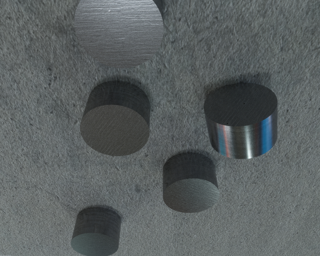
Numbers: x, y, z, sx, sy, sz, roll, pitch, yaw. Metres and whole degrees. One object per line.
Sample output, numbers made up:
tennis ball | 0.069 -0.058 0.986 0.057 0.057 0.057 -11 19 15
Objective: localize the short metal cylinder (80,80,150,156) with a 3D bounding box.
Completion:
short metal cylinder | -0.053 -0.011 0.381 0.081 0.050 0.079 0 130 0

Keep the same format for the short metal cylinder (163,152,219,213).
short metal cylinder | 0.044 0.082 0.461 0.081 0.050 0.079 0 130 0

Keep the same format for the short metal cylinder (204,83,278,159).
short metal cylinder | 0.095 -0.010 0.363 0.080 0.080 0.050 -10 129 8

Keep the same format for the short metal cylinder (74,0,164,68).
short metal cylinder | -0.037 -0.106 0.300 0.081 0.050 0.079 0 130 0

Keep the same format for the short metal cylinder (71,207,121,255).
short metal cylinder | -0.111 0.184 0.546 0.081 0.050 0.079 0 130 0
